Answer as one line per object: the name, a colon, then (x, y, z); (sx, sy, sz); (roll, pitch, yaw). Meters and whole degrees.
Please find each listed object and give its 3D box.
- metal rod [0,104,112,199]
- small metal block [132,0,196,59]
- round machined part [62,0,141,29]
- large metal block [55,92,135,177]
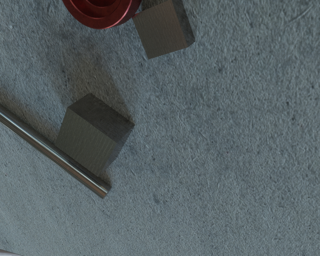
metal rod: (-0.210, 0.021, 0.527); (0.301, 0.025, 0.025); (36, 129, 3)
small metal block: (0.004, -0.108, 0.337); (0.050, 0.025, 0.050); (-9, 114, 32)
round machined part: (-0.058, -0.157, 0.324); (0.098, 0.042, 0.097); (13, 120, 24)
large metal block: (-0.094, 0.010, 0.445); (0.080, 0.050, 0.079); (36, 129, 4)
